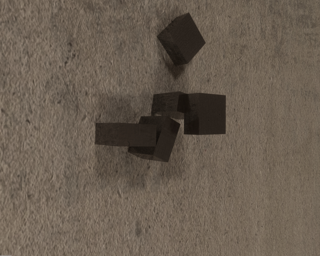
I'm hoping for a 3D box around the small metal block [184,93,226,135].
[{"bbox_3d":[0.057,-0.017,0.390,0.050,0.025,0.050,-1,91,-40],"label":"small metal block"}]

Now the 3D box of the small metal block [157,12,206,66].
[{"bbox_3d":[0.031,-0.123,0.433,0.050,0.025,0.050,-51,121,-28],"label":"small metal block"}]

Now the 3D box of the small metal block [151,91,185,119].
[{"bbox_3d":[0.025,-0.029,0.411,0.050,0.050,0.025,13,82,-40],"label":"small metal block"}]

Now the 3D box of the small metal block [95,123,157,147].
[{"bbox_3d":[-0.040,0.008,0.357,0.050,0.050,0.025,3,88,-40],"label":"small metal block"}]

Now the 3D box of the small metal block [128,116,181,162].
[{"bbox_3d":[-0.008,0.013,0.384,0.025,0.050,0.050,31,71,-37],"label":"small metal block"}]
